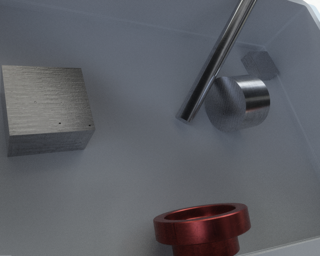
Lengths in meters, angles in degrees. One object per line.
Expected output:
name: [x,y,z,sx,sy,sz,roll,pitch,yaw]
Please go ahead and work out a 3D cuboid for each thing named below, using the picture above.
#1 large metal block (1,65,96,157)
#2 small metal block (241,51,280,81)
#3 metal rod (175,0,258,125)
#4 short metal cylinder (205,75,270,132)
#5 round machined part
large metal block: [-0.124,-0.019,0.335,0.081,0.050,0.080,-4,64,-30]
small metal block: [0.188,-0.116,0.581,0.050,0.025,0.050,-9,67,-32]
metal rod: [0.104,-0.140,0.456,0.025,0.025,0.299,30,82,-10]
short metal cylinder: [0.112,-0.037,0.456,0.050,0.080,0.080,-10,67,-33]
round machined part: [0.045,0.108,0.321,0.099,0.098,0.042,-5,81,-31]
